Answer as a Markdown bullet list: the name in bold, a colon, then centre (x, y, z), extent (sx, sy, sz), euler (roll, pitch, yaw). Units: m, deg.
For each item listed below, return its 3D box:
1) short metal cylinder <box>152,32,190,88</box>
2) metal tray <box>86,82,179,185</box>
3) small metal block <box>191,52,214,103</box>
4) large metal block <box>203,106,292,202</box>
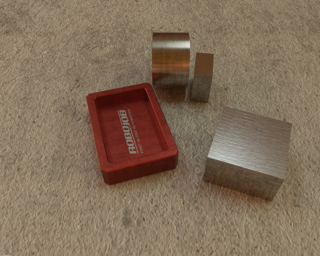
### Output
- **short metal cylinder**: centre (0.015, -0.098, 0.450), extent (0.050, 0.080, 0.080), euler (0, 50, 0)
- **metal tray**: centre (-0.039, 0.001, 0.398), extent (0.091, 0.030, 0.130), euler (-13, 51, -11)
- **small metal block**: centre (0.061, -0.073, 0.449), extent (0.025, 0.050, 0.050), euler (6, 50, 5)
- **large metal block**: centre (0.102, 0.028, 0.364), extent (0.080, 0.050, 0.080), euler (16, 52, 13)
